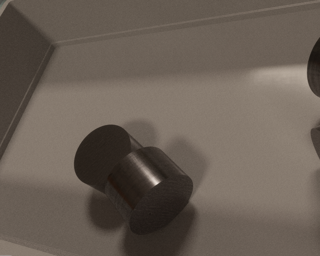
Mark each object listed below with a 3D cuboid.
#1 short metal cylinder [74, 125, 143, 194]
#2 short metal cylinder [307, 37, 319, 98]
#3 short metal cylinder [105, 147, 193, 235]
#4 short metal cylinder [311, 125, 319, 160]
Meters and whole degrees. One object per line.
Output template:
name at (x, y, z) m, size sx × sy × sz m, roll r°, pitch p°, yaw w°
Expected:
short metal cylinder at (-0.060, 0.042, 0.394) m, size 0.080 × 0.050 × 0.080 m, roll -13°, pitch 56°, yaw 20°
short metal cylinder at (0.193, -0.060, 0.298) m, size 0.080 × 0.080 × 0.050 m, roll -43°, pitch 30°, yaw -2°
short metal cylinder at (-0.011, 0.067, 0.334) m, size 0.080 × 0.080 × 0.050 m, roll -45°, pitch 51°, yaw -3°
short metal cylinder at (0.174, 0.025, 0.264) m, size 0.050 × 0.080 × 0.080 m, roll -27°, pitch 53°, yaw 12°
